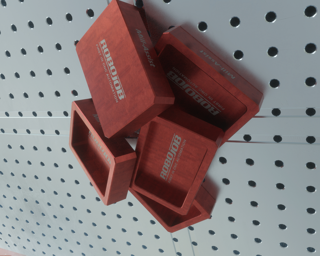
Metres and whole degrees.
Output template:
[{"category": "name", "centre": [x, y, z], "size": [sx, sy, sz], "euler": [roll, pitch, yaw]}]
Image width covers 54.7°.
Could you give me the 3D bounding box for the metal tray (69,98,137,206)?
[{"category": "metal tray", "centre": [-0.085, 0.030, 0.430], "size": [0.130, 0.030, 0.089], "euler": [47, 136, 35]}]

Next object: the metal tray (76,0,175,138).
[{"category": "metal tray", "centre": [-0.045, -0.064, 0.351], "size": [0.090, 0.030, 0.130], "euler": [-34, 69, 38]}]

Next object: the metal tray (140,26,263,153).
[{"category": "metal tray", "centre": [0.040, -0.041, 0.360], "size": [0.130, 0.030, 0.089], "euler": [40, 129, 0]}]

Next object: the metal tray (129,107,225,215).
[{"category": "metal tray", "centre": [0.014, 0.041, 0.386], "size": [0.090, 0.030, 0.129], "euler": [25, 127, 12]}]

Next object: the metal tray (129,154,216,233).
[{"category": "metal tray", "centre": [0.006, 0.089, 0.458], "size": [0.130, 0.030, 0.090], "euler": [48, 128, -6]}]
